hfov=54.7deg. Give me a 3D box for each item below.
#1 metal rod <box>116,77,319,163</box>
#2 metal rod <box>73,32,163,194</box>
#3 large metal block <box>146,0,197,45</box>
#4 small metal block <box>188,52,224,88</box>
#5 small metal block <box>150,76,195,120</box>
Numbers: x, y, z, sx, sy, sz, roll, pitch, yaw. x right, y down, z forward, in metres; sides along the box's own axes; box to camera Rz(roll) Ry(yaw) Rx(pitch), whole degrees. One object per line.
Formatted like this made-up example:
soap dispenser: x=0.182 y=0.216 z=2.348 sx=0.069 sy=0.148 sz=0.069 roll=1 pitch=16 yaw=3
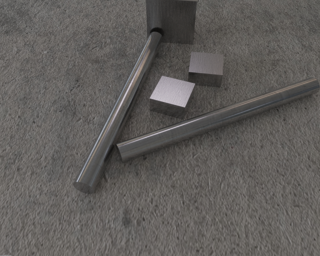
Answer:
metal rod: x=0.088 y=-0.016 z=0.417 sx=0.302 sy=0.025 sz=0.025 roll=-19 pitch=53 yaw=-16
metal rod: x=-0.046 y=-0.044 z=0.439 sx=0.025 sy=0.025 sz=0.300 roll=12 pitch=51 yaw=10
large metal block: x=0.021 y=-0.194 z=0.531 sx=0.080 sy=0.080 sz=0.050 roll=5 pitch=50 yaw=4
small metal block: x=0.071 y=-0.091 z=0.480 sx=0.050 sy=0.025 sz=0.050 roll=6 pitch=50 yaw=5
small metal block: x=0.018 y=-0.044 z=0.440 sx=0.050 sy=0.025 sz=0.050 roll=16 pitch=52 yaw=12
